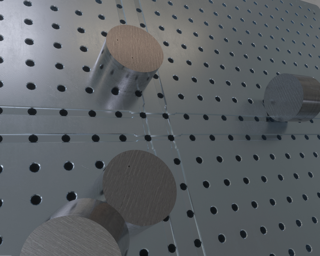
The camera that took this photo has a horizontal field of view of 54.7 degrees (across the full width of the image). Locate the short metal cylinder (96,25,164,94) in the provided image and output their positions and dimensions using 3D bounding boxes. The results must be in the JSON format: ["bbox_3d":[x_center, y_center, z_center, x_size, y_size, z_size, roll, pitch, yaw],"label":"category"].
[{"bbox_3d":[-0.042,-0.094,0.426,0.081,0.050,0.080,14,56,-21],"label":"short metal cylinder"}]

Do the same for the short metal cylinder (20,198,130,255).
[{"bbox_3d":[-0.069,0.106,0.264,0.081,0.050,0.079,0,92,0],"label":"short metal cylinder"}]

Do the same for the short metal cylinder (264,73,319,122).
[{"bbox_3d":[0.225,-0.050,0.524,0.050,0.080,0.080,0,62,-28],"label":"short metal cylinder"}]

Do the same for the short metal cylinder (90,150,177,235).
[{"bbox_3d":[-0.029,0.070,0.333,0.081,0.050,0.080,13,56,-21],"label":"short metal cylinder"}]
